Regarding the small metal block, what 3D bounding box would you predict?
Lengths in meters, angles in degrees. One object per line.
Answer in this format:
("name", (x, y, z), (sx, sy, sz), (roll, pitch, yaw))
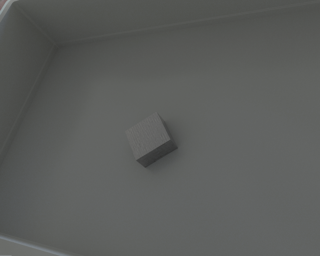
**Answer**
("small metal block", (-0.012, 0.015, 0.404), (0.050, 0.025, 0.050), (-32, 52, 7))
